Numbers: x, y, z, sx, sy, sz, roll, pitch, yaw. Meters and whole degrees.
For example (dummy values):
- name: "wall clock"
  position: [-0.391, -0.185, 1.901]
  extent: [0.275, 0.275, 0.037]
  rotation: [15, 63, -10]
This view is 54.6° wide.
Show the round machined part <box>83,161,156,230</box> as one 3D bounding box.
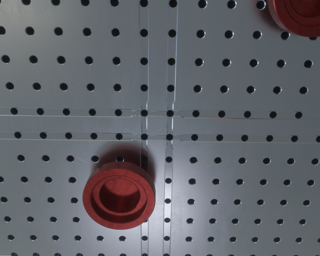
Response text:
- name: "round machined part"
  position: [-0.055, 0.090, 0.437]
  extent: [0.099, 0.042, 0.097]
  rotation: [0, 110, 0]

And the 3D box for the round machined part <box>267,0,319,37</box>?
- name: "round machined part"
  position: [0.170, -0.154, 0.349]
  extent: [0.099, 0.042, 0.097]
  rotation: [0, 110, 0]
